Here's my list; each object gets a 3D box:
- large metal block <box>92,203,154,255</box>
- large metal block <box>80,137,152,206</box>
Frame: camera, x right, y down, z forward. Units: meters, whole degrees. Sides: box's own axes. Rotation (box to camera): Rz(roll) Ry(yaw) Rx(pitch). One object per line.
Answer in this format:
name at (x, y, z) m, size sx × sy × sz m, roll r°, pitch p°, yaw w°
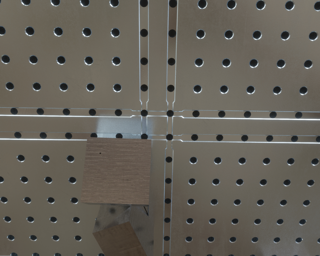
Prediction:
large metal block at (-0.047, 0.144, 0.436) m, size 0.050 × 0.080 × 0.080 m, roll -20°, pitch 110°, yaw 7°
large metal block at (-0.053, 0.058, 0.401) m, size 0.080 × 0.050 × 0.080 m, roll 2°, pitch 73°, yaw -1°
